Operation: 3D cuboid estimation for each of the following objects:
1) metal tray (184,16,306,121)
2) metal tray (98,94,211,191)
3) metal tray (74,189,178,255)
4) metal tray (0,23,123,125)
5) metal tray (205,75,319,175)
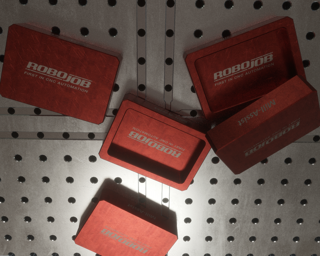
[{"bbox_3d":[0.104,-0.072,0.385,0.130,0.030,0.090,-20,109,6],"label":"metal tray"},{"bbox_3d":[-0.005,0.021,0.418,0.131,0.030,0.089,24,108,-9],"label":"metal tray"},{"bbox_3d":[-0.050,0.159,0.469,0.131,0.030,0.090,29,107,-11],"label":"metal tray"},{"bbox_3d":[-0.122,-0.066,0.385,0.131,0.030,0.089,17,109,-7],"label":"metal tray"},{"bbox_3d":[0.132,0.002,0.388,0.130,0.030,0.090,-34,142,11],"label":"metal tray"}]
